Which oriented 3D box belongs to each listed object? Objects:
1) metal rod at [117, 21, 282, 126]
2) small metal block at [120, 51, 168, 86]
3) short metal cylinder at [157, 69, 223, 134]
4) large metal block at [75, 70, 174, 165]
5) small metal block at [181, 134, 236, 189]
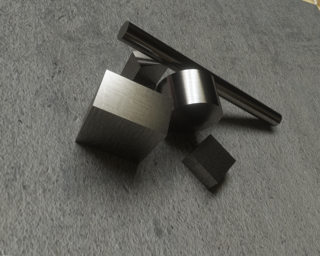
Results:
[{"bbox_3d":[0.075,-0.065,0.443,0.302,0.025,0.025,23,52,-31],"label":"metal rod"},{"bbox_3d":[-0.020,-0.082,0.428,0.050,0.050,0.025,-15,70,-34],"label":"small metal block"},{"bbox_3d":[0.038,-0.033,0.411,0.081,0.080,0.050,5,60,-26],"label":"short metal cylinder"},{"bbox_3d":[-0.041,-0.008,0.352,0.080,0.080,0.050,23,53,-15],"label":"large metal block"},{"bbox_3d":[0.066,0.044,0.414,0.050,0.025,0.050,47,51,4],"label":"small metal block"}]
